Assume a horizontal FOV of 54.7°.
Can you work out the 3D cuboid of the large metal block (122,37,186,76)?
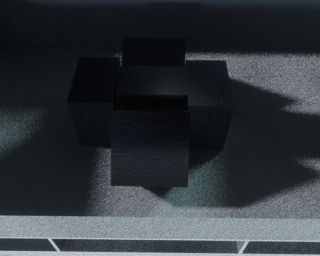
[{"bbox_3d":[-0.007,-0.089,0.435,0.080,0.080,0.050,1,88,1],"label":"large metal block"}]

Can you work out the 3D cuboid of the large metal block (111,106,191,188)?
[{"bbox_3d":[-0.010,0.019,0.343,0.081,0.079,0.050,1,8,-1],"label":"large metal block"}]

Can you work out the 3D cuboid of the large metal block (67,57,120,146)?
[{"bbox_3d":[-0.076,-0.033,0.395,0.050,0.080,0.080,1,50,0],"label":"large metal block"}]

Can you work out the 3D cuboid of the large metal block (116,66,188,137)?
[{"bbox_3d":[-0.009,-0.031,0.394,0.080,0.080,0.050,1,50,0],"label":"large metal block"}]

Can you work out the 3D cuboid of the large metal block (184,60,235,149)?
[{"bbox_3d":[0.057,-0.029,0.392,0.050,0.080,0.080,1,50,1],"label":"large metal block"}]
